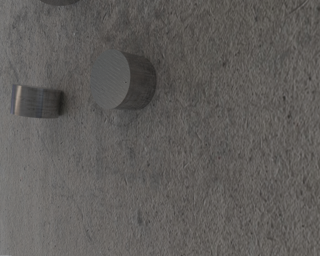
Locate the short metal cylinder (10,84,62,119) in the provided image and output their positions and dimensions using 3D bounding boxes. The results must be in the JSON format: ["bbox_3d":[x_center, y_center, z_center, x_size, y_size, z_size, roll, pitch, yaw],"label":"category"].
[{"bbox_3d":[-0.220,-0.048,0.551,0.080,0.081,0.050,13,99,39],"label":"short metal cylinder"}]

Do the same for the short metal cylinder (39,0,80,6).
[{"bbox_3d":[-0.167,-0.246,0.508,0.080,0.081,0.050,-19,78,38],"label":"short metal cylinder"}]

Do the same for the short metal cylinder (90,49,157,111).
[{"bbox_3d":[-0.052,-0.065,0.432,0.080,0.050,0.080,0,90,40],"label":"short metal cylinder"}]
